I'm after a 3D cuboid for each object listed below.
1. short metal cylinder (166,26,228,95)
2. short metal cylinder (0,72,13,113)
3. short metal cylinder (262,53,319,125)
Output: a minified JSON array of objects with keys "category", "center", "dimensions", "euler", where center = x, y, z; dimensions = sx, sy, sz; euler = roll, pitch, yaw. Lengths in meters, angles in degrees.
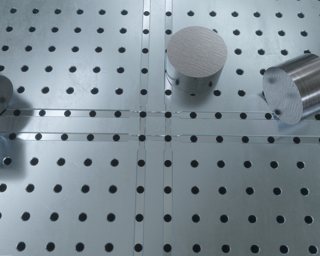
[{"category":"short metal cylinder","center":[0.049,-0.094,0.433],"dimensions":[0.081,0.050,0.080],"euler":[0,70,0]},{"category":"short metal cylinder","center":[-0.241,-0.049,0.397],"dimensions":[0.050,0.080,0.080],"euler":[37,74,12]},{"category":"short metal cylinder","center":[0.179,-0.051,0.403],"dimensions":[0.050,0.080,0.080],"euler":[-23,72,-8]}]
